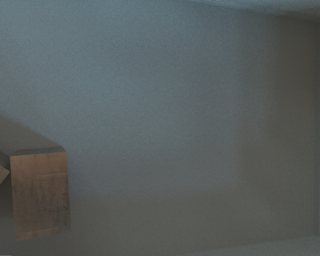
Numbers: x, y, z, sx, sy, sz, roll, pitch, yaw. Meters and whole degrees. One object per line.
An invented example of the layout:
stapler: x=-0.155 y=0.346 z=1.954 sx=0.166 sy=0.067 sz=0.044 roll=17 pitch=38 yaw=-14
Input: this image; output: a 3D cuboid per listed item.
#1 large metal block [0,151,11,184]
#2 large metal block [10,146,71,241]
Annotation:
large metal block: x=-0.194 y=0.058 z=0.310 sx=0.050 sy=0.080 sz=0.080 roll=38 pitch=78 yaw=-16
large metal block: x=-0.127 y=0.064 z=0.334 sx=0.050 sy=0.080 sz=0.079 roll=-4 pitch=92 yaw=-20
